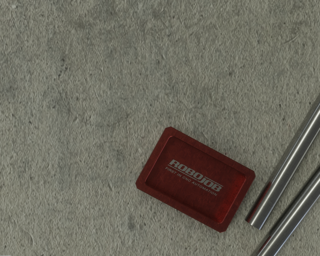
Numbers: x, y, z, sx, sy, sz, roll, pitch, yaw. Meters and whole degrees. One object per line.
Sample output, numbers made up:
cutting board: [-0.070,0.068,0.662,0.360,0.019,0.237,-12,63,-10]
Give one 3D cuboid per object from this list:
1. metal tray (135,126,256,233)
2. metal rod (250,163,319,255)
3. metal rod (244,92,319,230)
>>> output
metal tray: [0.045,0.066,0.408,0.130,0.030,0.090,28,90,-1]
metal rod: [0.216,0.065,0.412,0.025,0.025,0.299,37,90,-1]
metal rod: [0.200,0.000,0.412,0.025,0.025,0.299,31,90,-1]
